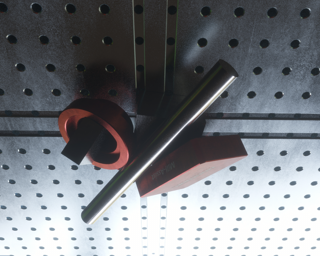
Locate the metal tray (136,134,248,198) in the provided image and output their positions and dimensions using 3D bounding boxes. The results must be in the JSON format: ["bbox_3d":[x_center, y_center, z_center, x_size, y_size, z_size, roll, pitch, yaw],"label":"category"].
[{"bbox_3d":[0.038,0.052,0.409,0.091,0.030,0.129,-2,154,-41],"label":"metal tray"}]

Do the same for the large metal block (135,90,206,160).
[{"bbox_3d":[0.007,0.003,0.398,0.081,0.050,0.079,7,130,-6],"label":"large metal block"}]

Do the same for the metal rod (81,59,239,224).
[{"bbox_3d":[-0.019,0.036,0.376,0.025,0.025,0.298,28,125,-22],"label":"metal rod"}]

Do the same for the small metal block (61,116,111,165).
[{"bbox_3d":[-0.085,0.016,0.371,0.025,0.050,0.050,33,88,6],"label":"small metal block"}]

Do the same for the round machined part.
[{"bbox_3d":[-0.072,0.003,0.384,0.098,0.042,0.097,17,136,18],"label":"round machined part"}]
